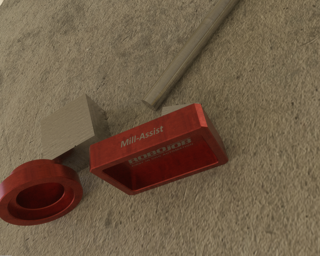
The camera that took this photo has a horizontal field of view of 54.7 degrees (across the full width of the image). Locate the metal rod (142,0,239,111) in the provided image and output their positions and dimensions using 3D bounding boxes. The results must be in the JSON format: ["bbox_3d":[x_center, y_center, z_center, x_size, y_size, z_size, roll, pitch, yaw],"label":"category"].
[{"bbox_3d":[0.072,-0.150,0.457,0.025,0.025,0.300,29,77,37],"label":"metal rod"}]

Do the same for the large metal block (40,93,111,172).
[{"bbox_3d":[-0.119,0.011,0.444,0.080,0.050,0.080,-29,52,9],"label":"large metal block"}]

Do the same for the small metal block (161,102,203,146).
[{"bbox_3d":[0.028,-0.002,0.390,0.050,0.025,0.050,-6,59,25],"label":"small metal block"}]

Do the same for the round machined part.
[{"bbox_3d":[-0.151,0.077,0.389,0.098,0.098,0.042,-35,51,5],"label":"round machined part"}]

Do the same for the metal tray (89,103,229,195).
[{"bbox_3d":[0.000,0.030,0.343,0.130,0.090,0.030,-22,54,15],"label":"metal tray"}]
